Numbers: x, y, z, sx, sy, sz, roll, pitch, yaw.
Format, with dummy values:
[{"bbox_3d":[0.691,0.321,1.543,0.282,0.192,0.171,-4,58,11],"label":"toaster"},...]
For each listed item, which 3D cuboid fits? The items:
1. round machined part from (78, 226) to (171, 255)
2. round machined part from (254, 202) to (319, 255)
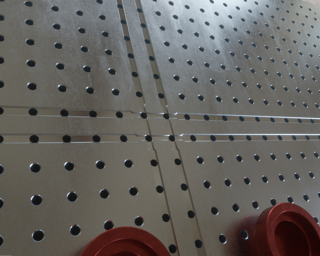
[{"bbox_3d":[-0.036,0.146,0.288,0.099,0.042,0.098,13,56,-21],"label":"round machined part"},{"bbox_3d":[0.160,0.148,0.392,0.099,0.042,0.098,13,56,-21],"label":"round machined part"}]
